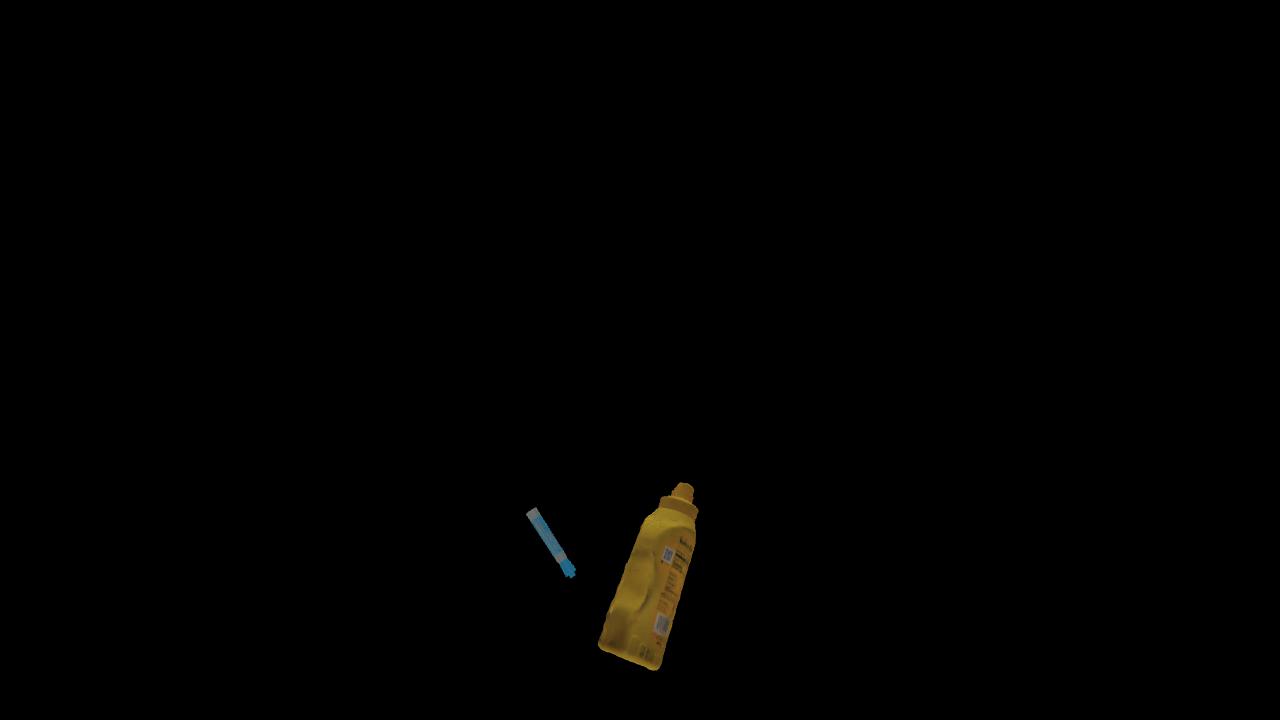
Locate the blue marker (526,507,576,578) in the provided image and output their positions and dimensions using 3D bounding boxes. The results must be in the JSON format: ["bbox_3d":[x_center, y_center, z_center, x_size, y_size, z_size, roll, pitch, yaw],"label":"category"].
[{"bbox_3d":[-0.137,0.285,0.956,0.020,0.121,0.020,-34,-13,-9],"label":"blue marker"}]

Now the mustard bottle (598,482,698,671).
[{"bbox_3d":[0.020,0.212,0.631,0.054,0.184,0.092,2,-31,37],"label":"mustard bottle"}]
